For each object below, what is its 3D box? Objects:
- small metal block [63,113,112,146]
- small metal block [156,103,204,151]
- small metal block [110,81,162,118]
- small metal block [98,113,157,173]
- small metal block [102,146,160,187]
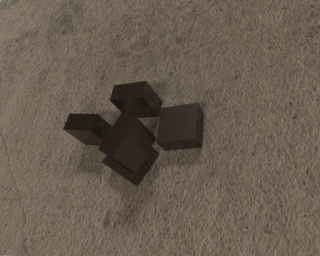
[{"bbox_3d":[-0.097,0.003,0.435,0.050,0.050,0.025,2,63,29],"label":"small metal block"},{"bbox_3d":[0.026,-0.001,0.390,0.050,0.025,0.050,-7,59,24],"label":"small metal block"},{"bbox_3d":[-0.032,-0.037,0.426,0.050,0.050,0.025,-4,60,26],"label":"small metal block"},{"bbox_3d":[-0.037,0.018,0.363,0.025,0.050,0.050,20,72,35],"label":"small metal block"},{"bbox_3d":[-0.038,0.039,0.398,0.050,0.025,0.050,26,76,36],"label":"small metal block"}]
